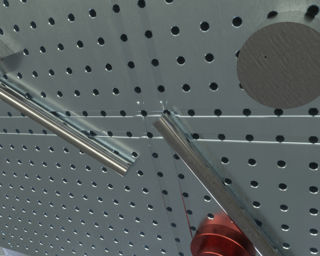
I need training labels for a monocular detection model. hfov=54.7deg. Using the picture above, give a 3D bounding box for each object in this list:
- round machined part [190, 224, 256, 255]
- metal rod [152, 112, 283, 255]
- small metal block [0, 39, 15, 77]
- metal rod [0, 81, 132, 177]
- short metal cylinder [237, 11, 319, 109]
[{"bbox_3d":[0.092,0.199,0.475,0.098,0.042,0.097,13,124,21],"label":"round machined part"},{"bbox_3d":[0.093,0.102,0.424,0.025,0.025,0.300,-33,100,38],"label":"metal rod"},{"bbox_3d":[-0.259,-0.113,0.478,0.050,0.025,0.050,44,129,-3],"label":"small metal block"},{"bbox_3d":[-0.177,-0.011,0.497,0.301,0.025,0.025,31,128,8],"label":"metal rod"},{"bbox_3d":[0.118,-0.065,0.293,0.080,0.050,0.079,13,124,21],"label":"short metal cylinder"}]
